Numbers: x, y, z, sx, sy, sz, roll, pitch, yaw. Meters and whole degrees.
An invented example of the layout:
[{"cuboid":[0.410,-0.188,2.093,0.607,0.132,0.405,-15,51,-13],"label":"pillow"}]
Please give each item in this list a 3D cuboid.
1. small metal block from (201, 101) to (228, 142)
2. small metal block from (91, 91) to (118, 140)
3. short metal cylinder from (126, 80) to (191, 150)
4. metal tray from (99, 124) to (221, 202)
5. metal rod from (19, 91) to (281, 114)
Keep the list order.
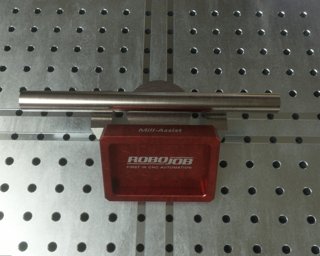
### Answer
[{"cuboid":[0.069,-0.012,0.403,0.025,0.050,0.050,-1,70,0],"label":"small metal block"},{"cuboid":[-0.071,-0.015,0.404,0.025,0.050,0.050,-1,70,0],"label":"small metal block"},{"cuboid":[-0.001,-0.015,0.404,0.081,0.050,0.080,0,70,0],"label":"short metal cylinder"},{"cuboid":[0.000,0.042,0.364,0.131,0.089,0.030,0,27,0],"label":"metal tray"},{"cuboid":[-0.012,-0.031,0.369,0.302,0.025,0.025,1,70,0],"label":"metal rod"}]
